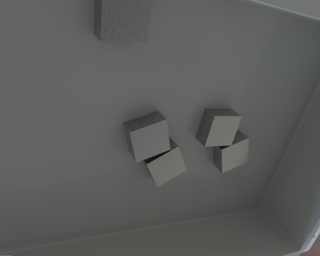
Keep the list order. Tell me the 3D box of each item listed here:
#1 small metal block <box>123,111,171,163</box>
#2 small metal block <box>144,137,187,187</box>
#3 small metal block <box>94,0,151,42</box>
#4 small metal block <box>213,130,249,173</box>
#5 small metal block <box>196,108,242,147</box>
[{"bbox_3d":[-0.017,0.011,0.408,0.050,0.025,0.050,-20,127,-17],"label":"small metal block"},{"bbox_3d":[0.005,0.049,0.444,0.050,0.025,0.050,-29,129,-10],"label":"small metal block"},{"bbox_3d":[-0.039,-0.116,0.317,0.050,0.025,0.050,-7,122,-26],"label":"small metal block"},{"bbox_3d":[0.114,0.038,0.497,0.050,0.025,0.050,-21,127,-16],"label":"small metal block"},{"bbox_3d":[0.087,-0.001,0.458,0.050,0.025,0.050,-1,119,-29],"label":"small metal block"}]
